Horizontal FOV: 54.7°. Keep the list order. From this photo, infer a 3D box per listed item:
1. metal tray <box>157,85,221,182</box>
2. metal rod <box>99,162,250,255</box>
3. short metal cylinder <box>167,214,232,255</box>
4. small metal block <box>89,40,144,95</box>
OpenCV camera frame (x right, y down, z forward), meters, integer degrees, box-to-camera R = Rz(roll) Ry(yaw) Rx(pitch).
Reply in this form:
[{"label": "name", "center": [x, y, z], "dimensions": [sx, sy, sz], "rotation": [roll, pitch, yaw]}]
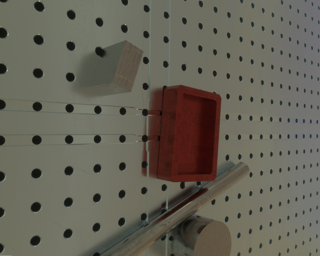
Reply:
[{"label": "metal tray", "center": [0.045, 0.010, 0.445], "dimensions": [0.091, 0.030, 0.129], "rotation": [7, 86, -40]}, {"label": "metal rod", "center": [0.033, 0.117, 0.439], "dimensions": [0.302, 0.025, 0.025], "rotation": [-23, 105, -38]}, {"label": "short metal cylinder", "center": [0.057, 0.168, 0.444], "dimensions": [0.081, 0.050, 0.079], "rotation": [0, 90, -40]}, {"label": "small metal block", "center": [-0.050, -0.067, 0.352], "dimensions": [0.025, 0.050, 0.050], "rotation": [25, 74, -38]}]
